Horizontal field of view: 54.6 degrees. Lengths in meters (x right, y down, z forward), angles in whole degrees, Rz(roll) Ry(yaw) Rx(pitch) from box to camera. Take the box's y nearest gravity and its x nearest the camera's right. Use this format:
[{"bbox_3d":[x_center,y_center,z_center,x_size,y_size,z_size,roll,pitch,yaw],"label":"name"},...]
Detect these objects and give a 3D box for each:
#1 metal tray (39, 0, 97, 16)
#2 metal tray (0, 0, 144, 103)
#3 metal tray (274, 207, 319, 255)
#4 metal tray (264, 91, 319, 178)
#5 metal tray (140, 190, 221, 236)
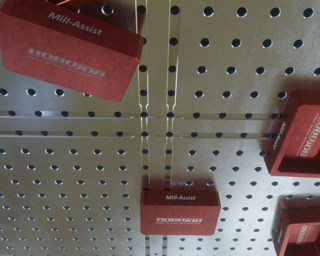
[{"bbox_3d":[-0.089,-0.171,0.261,0.090,0.030,0.130,-16,129,13],"label":"metal tray"},{"bbox_3d":[-0.092,-0.077,0.321,0.131,0.030,0.090,16,151,-14],"label":"metal tray"},{"bbox_3d":[0.270,0.199,0.579,0.090,0.030,0.129,-5,130,3],"label":"metal tray"},{"bbox_3d":[0.206,0.013,0.420,0.091,0.030,0.129,3,130,-3],"label":"metal tray"},{"bbox_3d":[0.032,0.148,0.534,0.131,0.030,0.089,1,130,-1],"label":"metal tray"}]
